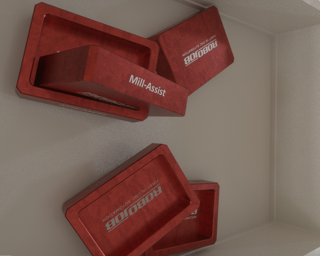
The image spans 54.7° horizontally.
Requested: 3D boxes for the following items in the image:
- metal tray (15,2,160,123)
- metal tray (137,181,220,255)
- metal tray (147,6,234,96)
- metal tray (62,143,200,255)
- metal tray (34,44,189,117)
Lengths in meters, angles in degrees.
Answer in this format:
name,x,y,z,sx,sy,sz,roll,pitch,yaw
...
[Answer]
name,x,y,z,sx,sy,sz,roll,pitch,yaw
metal tray,-0.071,-0.062,0.323,0.131,0.030,0.090,13,82,-25
metal tray,0.026,0.120,0.425,0.131,0.030,0.089,6,86,-40
metal tray,0.048,-0.109,0.443,0.131,0.030,0.090,-38,113,-33
metal tray,-0.029,0.087,0.349,0.131,0.030,0.090,-34,101,-20
metal tray,-0.044,-0.040,0.315,0.131,0.090,0.030,16,80,-48
